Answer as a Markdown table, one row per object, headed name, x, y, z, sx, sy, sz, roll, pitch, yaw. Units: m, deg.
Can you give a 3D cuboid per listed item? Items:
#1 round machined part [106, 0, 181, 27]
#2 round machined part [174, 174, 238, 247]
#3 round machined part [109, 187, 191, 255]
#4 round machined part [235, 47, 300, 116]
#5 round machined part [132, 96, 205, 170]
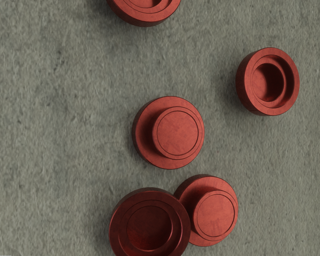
| name | x | y | z | sx | sy | sz | roll | pitch | yaw |
| --- | --- | --- | --- | --- | --- | --- | --- | --- | --- |
| round machined part | -0.024 | -0.176 | 0.392 | 0.099 | 0.042 | 0.097 | 0 | 90 | -21 |
| round machined part | 0.067 | 0.115 | 0.426 | 0.099 | 0.042 | 0.097 | 0 | 90 | -21 |
| round machined part | -0.014 | 0.122 | 0.389 | 0.099 | 0.042 | 0.097 | 0 | 92 | -9 |
| round machined part | 0.153 | -0.066 | 0.458 | 0.099 | 0.042 | 0.097 | 0 | 90 | -21 |
| round machined part | 0.016 | 0.006 | 0.407 | 0.099 | 0.042 | 0.097 | 0 | 90 | -21 |
